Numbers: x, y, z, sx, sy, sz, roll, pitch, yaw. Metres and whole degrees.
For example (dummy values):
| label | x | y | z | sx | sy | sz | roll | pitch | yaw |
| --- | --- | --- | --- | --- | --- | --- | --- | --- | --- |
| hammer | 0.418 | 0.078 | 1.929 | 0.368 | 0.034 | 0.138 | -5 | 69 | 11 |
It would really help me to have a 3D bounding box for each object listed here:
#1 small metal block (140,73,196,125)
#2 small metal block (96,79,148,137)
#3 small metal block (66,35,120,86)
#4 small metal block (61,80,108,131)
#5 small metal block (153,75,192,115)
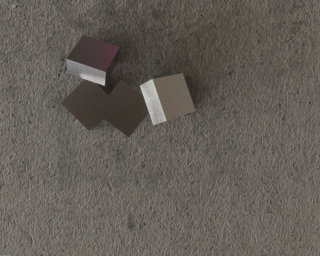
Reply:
| label | x | y | z | sx | sy | sz | roll | pitch | yaw |
| --- | --- | --- | --- | --- | --- | --- | --- | --- | --- |
| small metal block | 0.010 | -0.035 | 0.374 | 0.050 | 0.025 | 0.050 | -19 | 90 | -40 |
| small metal block | -0.042 | -0.024 | 0.384 | 0.050 | 0.025 | 0.050 | 38 | 90 | -1 |
| small metal block | -0.085 | -0.088 | 0.398 | 0.050 | 0.025 | 0.050 | 19 | 53 | -1 |
| small metal block | -0.092 | -0.032 | 0.409 | 0.050 | 0.025 | 0.050 | -45 | 91 | 0 |
| small metal block | 0.015 | -0.043 | 0.411 | 0.050 | 0.025 | 0.050 | 2 | 90 | -1 |
